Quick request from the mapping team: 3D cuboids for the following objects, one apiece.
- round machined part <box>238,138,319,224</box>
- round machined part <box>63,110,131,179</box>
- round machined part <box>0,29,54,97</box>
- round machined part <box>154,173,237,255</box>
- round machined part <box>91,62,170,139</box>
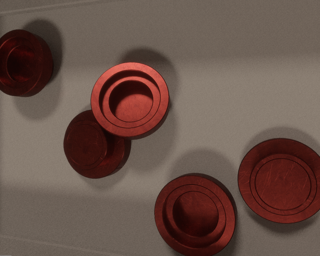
[{"bbox_3d":[0.139,0.061,0.353,0.098,0.042,0.097,0,90,19],"label":"round machined part"},{"bbox_3d":[-0.094,0.023,0.433,0.098,0.042,0.097,0,90,19],"label":"round machined part"},{"bbox_3d":[-0.203,-0.095,0.471,0.098,0.042,0.097,0,90,19],"label":"round machined part"},{"bbox_3d":[0.046,0.104,0.385,0.098,0.042,0.097,0,90,19],"label":"round machined part"},{"bbox_3d":[-0.036,-0.032,0.403,0.099,0.042,0.098,-1,77,4],"label":"round machined part"}]
